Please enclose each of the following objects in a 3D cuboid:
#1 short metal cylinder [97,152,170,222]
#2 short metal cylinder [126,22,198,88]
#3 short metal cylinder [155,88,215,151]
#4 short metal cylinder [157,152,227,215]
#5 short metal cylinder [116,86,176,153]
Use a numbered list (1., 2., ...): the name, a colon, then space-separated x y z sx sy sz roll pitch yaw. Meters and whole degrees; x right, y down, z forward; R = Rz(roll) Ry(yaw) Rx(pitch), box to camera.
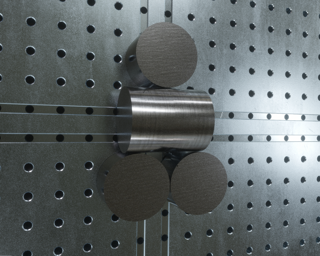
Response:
1. short metal cylinder: -0.034 0.070 0.387 0.081 0.050 0.079 0 90 -21
2. short metal cylinder: 0.001 -0.089 0.400 0.081 0.050 0.079 0 90 -21
3. short metal cylinder: 0.027 -0.010 0.395 0.050 0.080 0.079 0 90 -20
4. short metal cylinder: 0.042 0.070 0.415 0.081 0.050 0.079 0 90 -21
5. short metal cylinder: -0.020 -0.010 0.377 0.050 0.080 0.079 0 90 -20
